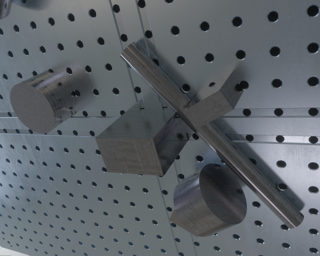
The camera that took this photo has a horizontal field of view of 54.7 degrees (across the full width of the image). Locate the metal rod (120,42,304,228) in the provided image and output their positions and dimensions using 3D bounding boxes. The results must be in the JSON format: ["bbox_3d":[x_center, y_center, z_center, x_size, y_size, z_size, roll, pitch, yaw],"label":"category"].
[{"bbox_3d":[0.066,0.011,0.383,0.300,0.025,0.025,45,129,-4],"label":"metal rod"}]

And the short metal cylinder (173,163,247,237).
[{"bbox_3d":[0.065,0.093,0.399,0.080,0.080,0.050,45,129,-4],"label":"short metal cylinder"}]

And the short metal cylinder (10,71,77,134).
[{"bbox_3d":[-0.173,-0.039,0.462,0.080,0.050,0.079,13,124,21],"label":"short metal cylinder"}]

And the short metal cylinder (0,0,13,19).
[{"bbox_3d":[-0.224,-0.180,0.383,0.080,0.080,0.050,40,129,1],"label":"short metal cylinder"}]

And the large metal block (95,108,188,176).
[{"bbox_3d":[-0.020,0.015,0.395,0.080,0.080,0.050,-1,118,28],"label":"large metal block"}]

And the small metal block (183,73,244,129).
[{"bbox_3d":[0.060,-0.030,0.345,0.050,0.050,0.025,-30,102,38],"label":"small metal block"}]

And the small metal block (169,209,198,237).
[{"bbox_3d":[0.048,0.129,0.466,0.050,0.025,0.050,29,128,9],"label":"small metal block"}]
